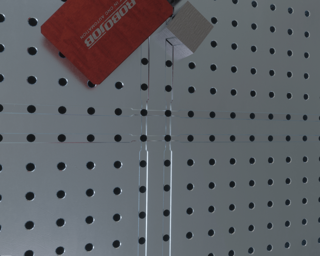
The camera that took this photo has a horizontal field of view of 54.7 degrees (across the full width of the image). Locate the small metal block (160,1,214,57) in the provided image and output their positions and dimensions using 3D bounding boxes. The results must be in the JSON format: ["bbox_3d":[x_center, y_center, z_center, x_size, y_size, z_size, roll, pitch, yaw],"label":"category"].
[{"bbox_3d":[0.037,-0.135,0.426,0.050,0.025,0.050,40,77,-16],"label":"small metal block"}]

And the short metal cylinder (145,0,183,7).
[{"bbox_3d":[0.007,-0.202,0.402,0.081,0.050,0.079,0,90,-20],"label":"short metal cylinder"}]

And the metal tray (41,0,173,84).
[{"bbox_3d":[-0.061,-0.127,0.368,0.130,0.030,0.090,-44,105,2],"label":"metal tray"}]
